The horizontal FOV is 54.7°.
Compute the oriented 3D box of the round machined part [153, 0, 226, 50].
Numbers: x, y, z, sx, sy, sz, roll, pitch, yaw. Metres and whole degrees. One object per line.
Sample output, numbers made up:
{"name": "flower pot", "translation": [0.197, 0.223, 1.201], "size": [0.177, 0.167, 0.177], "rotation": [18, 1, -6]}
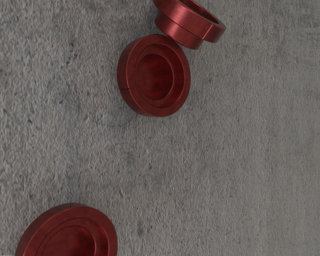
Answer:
{"name": "round machined part", "translation": [0.032, -0.137, 0.397], "size": [0.099, 0.098, 0.042], "rotation": [9, 127, -40]}

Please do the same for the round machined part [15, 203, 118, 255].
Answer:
{"name": "round machined part", "translation": [-0.096, 0.125, 0.314], "size": [0.099, 0.042, 0.097], "rotation": [0, 90, -40]}

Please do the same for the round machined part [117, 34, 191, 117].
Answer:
{"name": "round machined part", "translation": [-0.012, -0.062, 0.382], "size": [0.099, 0.042, 0.097], "rotation": [-2, 93, -39]}
